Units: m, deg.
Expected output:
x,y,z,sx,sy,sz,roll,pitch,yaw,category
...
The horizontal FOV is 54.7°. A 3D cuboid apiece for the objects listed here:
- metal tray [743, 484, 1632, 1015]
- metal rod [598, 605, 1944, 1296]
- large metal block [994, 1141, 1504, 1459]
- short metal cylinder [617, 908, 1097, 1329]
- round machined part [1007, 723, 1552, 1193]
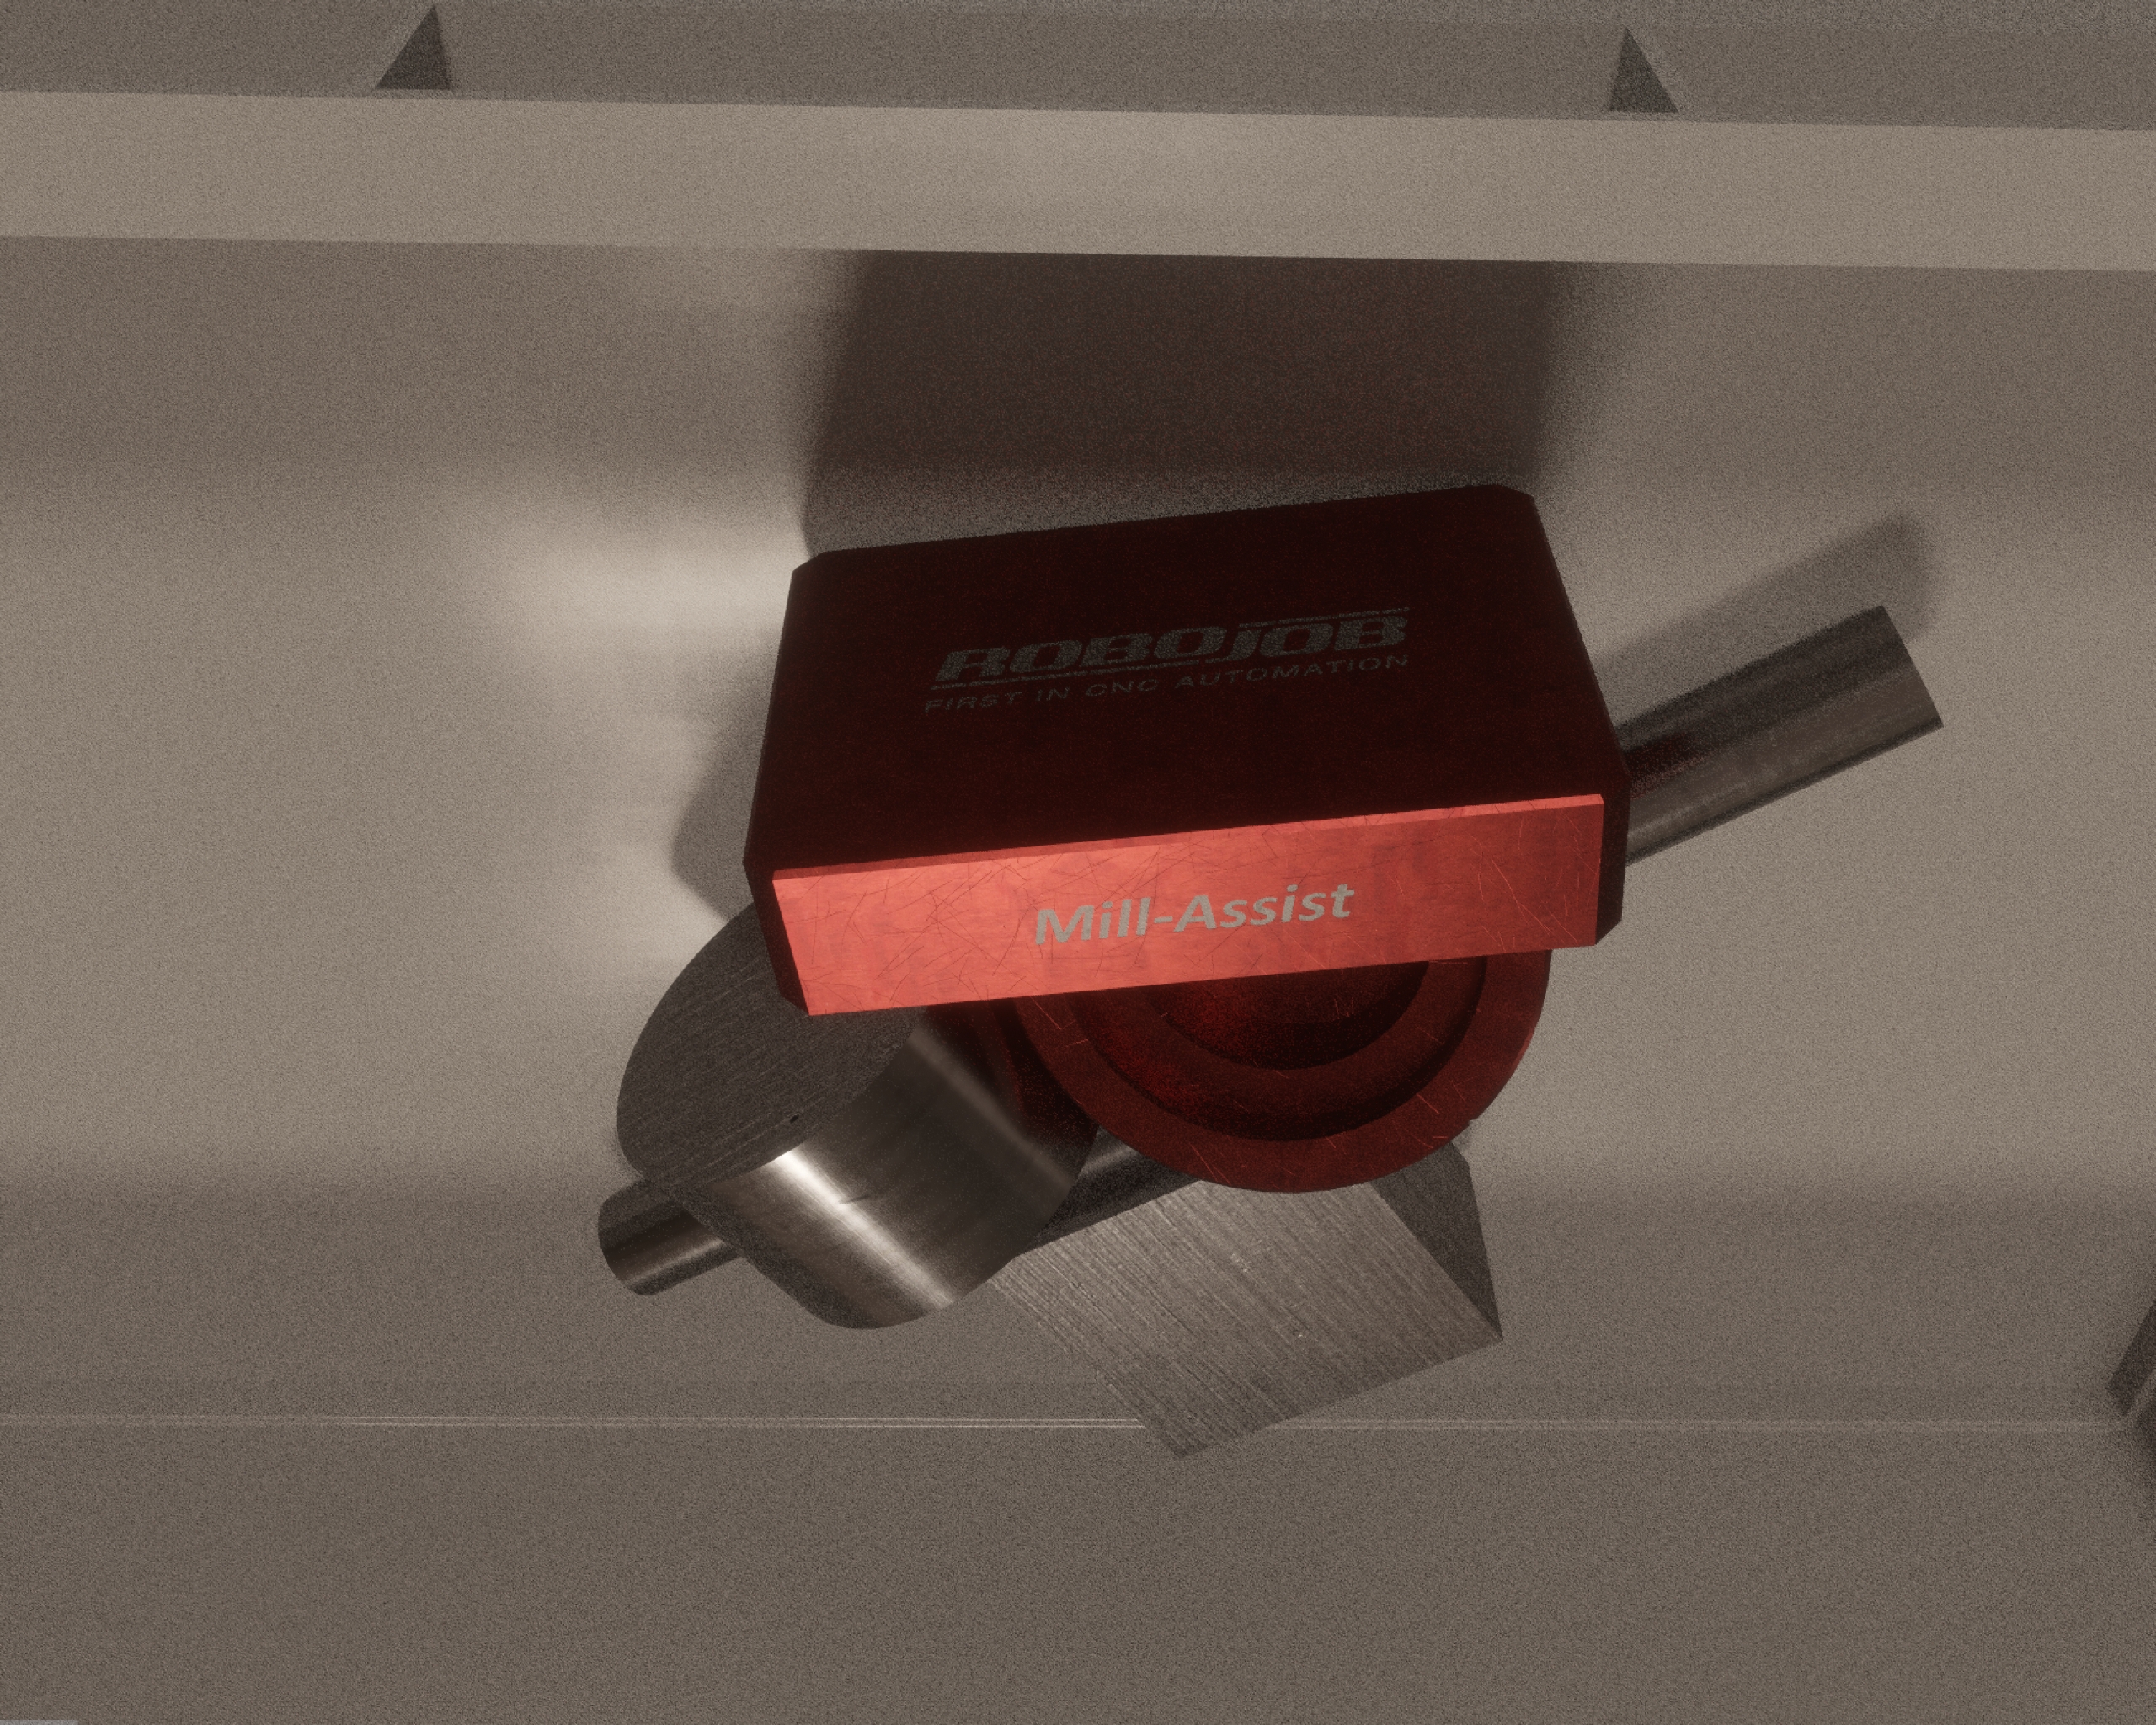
x,y,z,sx,sy,sz,roll,pitch,yaw,category
0.016,-0.021,0.345,0.131,0.090,0.030,-5,130,3,metal tray
0.025,0.026,0.430,0.300,0.025,0.025,-26,126,20,metal rod
0.035,0.077,0.455,0.080,0.050,0.080,-26,126,20,large metal block
-0.042,0.043,0.407,0.080,0.080,0.050,-27,125,20,short metal cylinder
0.038,0.008,0.385,0.098,0.042,0.097,4,106,14,round machined part
